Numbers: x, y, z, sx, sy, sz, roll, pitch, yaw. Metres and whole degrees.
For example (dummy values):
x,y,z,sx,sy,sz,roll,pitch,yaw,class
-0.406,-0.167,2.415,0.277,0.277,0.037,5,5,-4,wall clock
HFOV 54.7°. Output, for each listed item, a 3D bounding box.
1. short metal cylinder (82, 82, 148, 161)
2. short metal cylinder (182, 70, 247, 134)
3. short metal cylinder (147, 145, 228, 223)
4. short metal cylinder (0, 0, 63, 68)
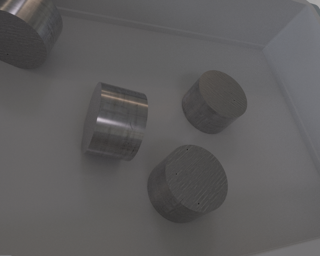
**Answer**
x,y,z,sx,sy,sz,roll,pitch,yaw,class
-0.052,-0.006,0.346,0.050,0.080,0.080,13,56,-21,short metal cylinder
0.079,-0.038,0.455,0.081,0.050,0.080,14,56,-21,short metal cylinder
0.032,0.066,0.366,0.081,0.050,0.080,14,56,-21,short metal cylinder
-0.160,-0.115,0.354,0.080,0.080,0.050,23,54,-15,short metal cylinder
